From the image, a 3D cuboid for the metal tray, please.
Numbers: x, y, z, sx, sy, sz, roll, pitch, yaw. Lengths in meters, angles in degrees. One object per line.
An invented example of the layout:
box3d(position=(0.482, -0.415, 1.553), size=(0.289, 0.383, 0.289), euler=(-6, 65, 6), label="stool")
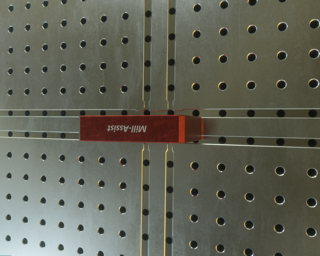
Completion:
box3d(position=(-0.021, 0.000, 0.386), size=(0.130, 0.090, 0.030), euler=(0, 91, 20), label="metal tray")
